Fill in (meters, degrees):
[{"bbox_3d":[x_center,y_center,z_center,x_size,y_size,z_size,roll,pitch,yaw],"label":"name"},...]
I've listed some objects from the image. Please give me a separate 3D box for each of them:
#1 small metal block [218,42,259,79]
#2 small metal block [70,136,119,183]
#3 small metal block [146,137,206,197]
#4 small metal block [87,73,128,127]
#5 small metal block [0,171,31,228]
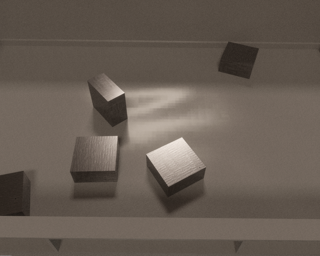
[{"bbox_3d":[0.127,-0.110,0.499,0.050,0.025,0.050,17,52,13],"label":"small metal block"},{"bbox_3d":[-0.076,0.037,0.373,0.050,0.025,0.050,-1,50,-1],"label":"small metal block"},{"bbox_3d":[0.018,0.046,0.367,0.050,0.025,0.050,-24,54,-19],"label":"small metal block"},{"bbox_3d":[-0.070,-0.038,0.420,0.025,0.050,0.050,-32,57,-24],"label":"small metal block"},{"bbox_3d":[-0.171,0.079,0.337,0.050,0.025,0.050,-10,51,-9],"label":"small metal block"}]
